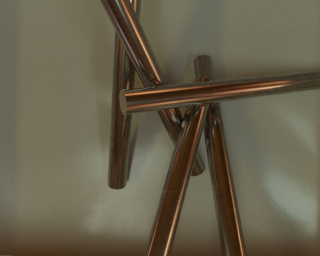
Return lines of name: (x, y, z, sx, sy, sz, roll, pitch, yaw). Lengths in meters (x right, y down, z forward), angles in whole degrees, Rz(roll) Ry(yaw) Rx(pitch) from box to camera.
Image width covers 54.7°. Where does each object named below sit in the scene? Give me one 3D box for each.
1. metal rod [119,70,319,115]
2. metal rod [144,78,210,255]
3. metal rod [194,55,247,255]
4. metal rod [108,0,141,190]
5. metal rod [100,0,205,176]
metal rod: (0.103, -0.046, 0.359, 0.303, 0.025, 0.025, -9, 90, -22)
metal rod: (0.011, 0.083, 0.325, 0.025, 0.025, 0.299, 17, 72, 0)
metal rod: (0.069, 0.046, 0.352, 0.025, 0.025, 0.299, -5, 66, 0)
metal rod: (-0.041, -0.059, 0.349, 0.025, 0.025, 0.298, 7, 115, 0)
metal rod: (-0.009, -0.056, 0.333, 0.025, 0.025, 0.299, -27, 123, 0)
